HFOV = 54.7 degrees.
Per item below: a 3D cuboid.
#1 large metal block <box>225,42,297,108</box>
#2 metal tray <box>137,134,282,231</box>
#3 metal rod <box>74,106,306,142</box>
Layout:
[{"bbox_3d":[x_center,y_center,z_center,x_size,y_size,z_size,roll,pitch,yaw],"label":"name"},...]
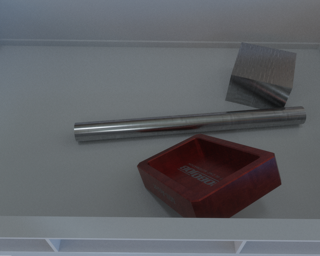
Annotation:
[{"bbox_3d":[0.148,-0.075,0.454,0.080,0.050,0.080,15,52,12],"label":"large metal block"},{"bbox_3d":[0.042,0.045,0.316,0.091,0.030,0.130,-25,17,-20],"label":"metal tray"},{"bbox_3d":[0.042,-0.006,0.410,0.302,0.025,0.025,-4,50,-4],"label":"metal rod"}]
